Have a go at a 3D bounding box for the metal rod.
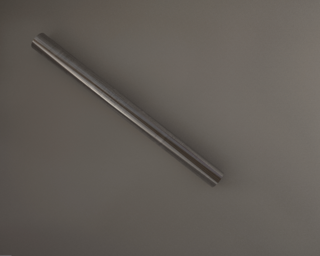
[{"bbox_3d":[-0.042,-0.023,0.411,0.300,0.025,0.025,38,90,0],"label":"metal rod"}]
